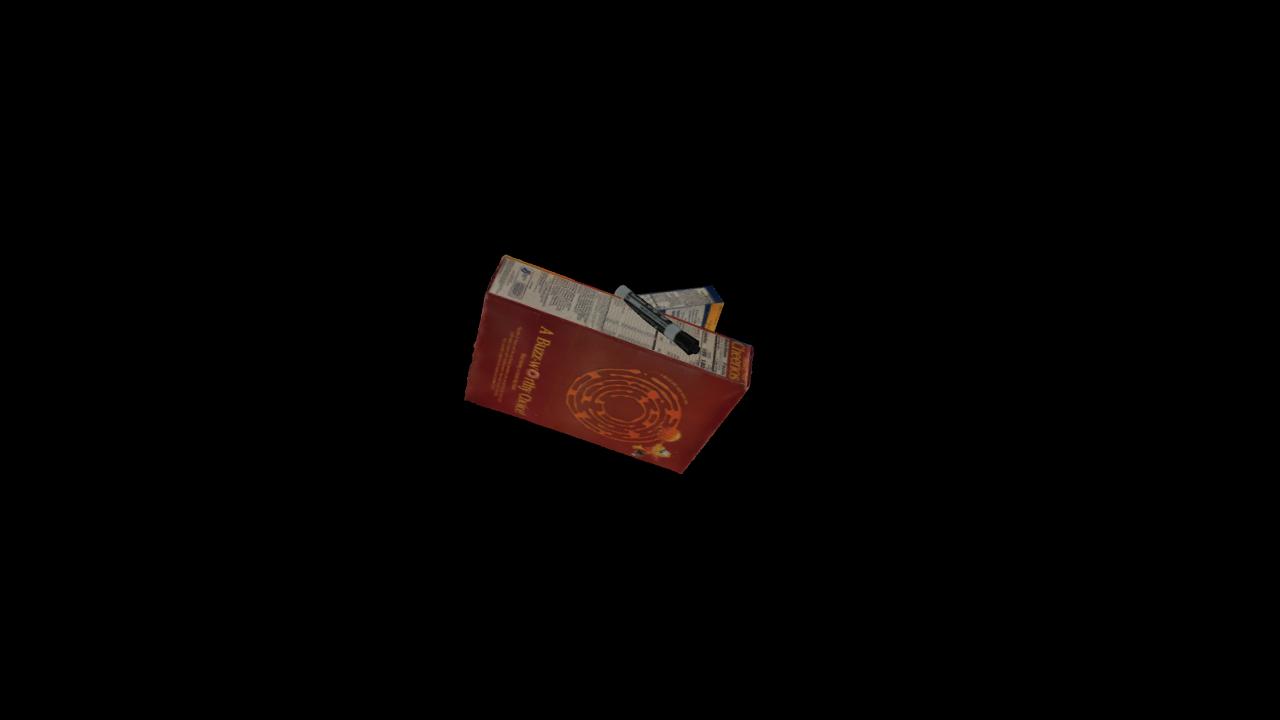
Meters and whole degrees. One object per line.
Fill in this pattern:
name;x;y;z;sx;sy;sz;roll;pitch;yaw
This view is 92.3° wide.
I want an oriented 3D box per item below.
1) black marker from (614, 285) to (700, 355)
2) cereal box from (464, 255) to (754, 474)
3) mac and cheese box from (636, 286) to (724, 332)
black marker;0.019;-0.044;0.676;0.121;0.020;0.020;39;19;26
cereal box;-0.045;0.017;0.743;0.306;0.081;0.203;19;-42;-7
mac and cheese box;0.006;-0.037;0.747;0.184;0.041;0.093;-10;-41;-23
